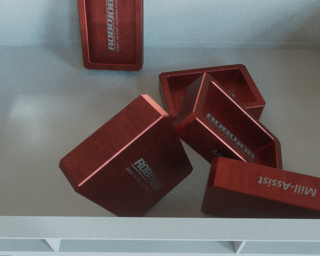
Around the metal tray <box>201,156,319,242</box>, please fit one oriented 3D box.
[{"bbox_3d":[0.110,0.072,0.301,0.131,0.090,0.030,12,61,9],"label":"metal tray"}]

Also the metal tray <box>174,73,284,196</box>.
[{"bbox_3d":[0.079,0.010,0.337,0.130,0.030,0.090,40,37,-14],"label":"metal tray"}]

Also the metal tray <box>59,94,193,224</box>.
[{"bbox_3d":[-0.021,0.037,0.291,0.090,0.130,0.030,-40,59,-7],"label":"metal tray"}]

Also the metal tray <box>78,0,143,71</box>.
[{"bbox_3d":[-0.071,-0.153,0.464,0.091,0.129,0.030,2,27,1],"label":"metal tray"}]

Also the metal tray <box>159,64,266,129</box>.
[{"bbox_3d":[0.070,-0.046,0.441,0.131,0.030,0.090,-8,51,-7],"label":"metal tray"}]
